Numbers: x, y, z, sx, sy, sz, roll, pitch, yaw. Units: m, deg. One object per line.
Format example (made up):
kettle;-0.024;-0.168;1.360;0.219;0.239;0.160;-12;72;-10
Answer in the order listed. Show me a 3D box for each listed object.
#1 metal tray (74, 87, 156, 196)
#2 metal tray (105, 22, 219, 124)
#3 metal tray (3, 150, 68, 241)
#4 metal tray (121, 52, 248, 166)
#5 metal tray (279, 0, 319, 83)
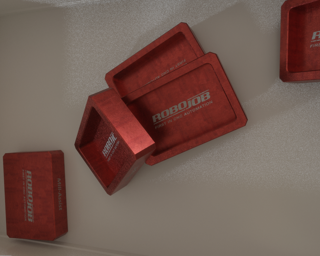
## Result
metal tray;-0.063;0.022;0.388;0.090;0.030;0.129;52;145;12
metal tray;0.002;-0.063;0.406;0.130;0.030;0.090;-30;80;17
metal tray;-0.191;0.101;0.473;0.090;0.030;0.129;-4;89;19
metal tray;0.025;-0.021;0.367;0.130;0.030;0.090;-25;95;16
metal tray;0.184;-0.093;0.303;0.130;0.030;0.089;5;96;55
